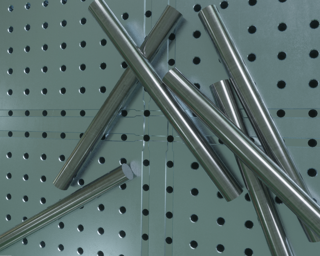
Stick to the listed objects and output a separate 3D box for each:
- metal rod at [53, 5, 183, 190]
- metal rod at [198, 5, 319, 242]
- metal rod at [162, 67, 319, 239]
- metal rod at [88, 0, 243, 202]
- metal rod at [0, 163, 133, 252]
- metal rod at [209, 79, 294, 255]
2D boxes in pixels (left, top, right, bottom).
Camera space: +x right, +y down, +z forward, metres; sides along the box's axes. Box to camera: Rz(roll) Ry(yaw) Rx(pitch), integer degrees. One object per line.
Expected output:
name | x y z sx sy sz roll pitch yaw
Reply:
metal rod | -0.065 -0.034 0.435 0.025 0.025 0.299 39 102 16
metal rod | 0.119 -0.012 0.370 0.025 0.025 0.299 -27 81 18
metal rod | 0.112 0.041 0.345 0.300 0.025 0.025 46 104 14
metal rod | 0.005 -0.038 0.392 0.025 0.025 0.299 -37 86 16
metal rod | -0.168 0.133 0.472 0.300 0.025 0.025 -31 80 17
metal rod | 0.121 0.085 0.369 0.025 0.025 0.299 -21 83 19
